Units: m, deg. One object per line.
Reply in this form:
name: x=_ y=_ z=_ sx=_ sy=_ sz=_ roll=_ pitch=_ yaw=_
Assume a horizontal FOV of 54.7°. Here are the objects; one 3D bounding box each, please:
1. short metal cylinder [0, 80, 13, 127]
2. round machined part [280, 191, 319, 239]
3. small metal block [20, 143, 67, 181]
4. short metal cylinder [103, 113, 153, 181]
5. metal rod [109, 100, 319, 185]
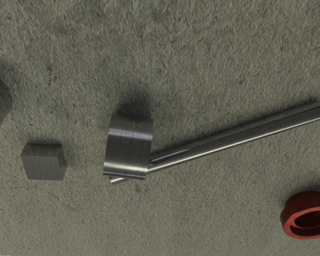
short metal cylinder: x=-0.226 y=-0.025 z=0.367 sx=0.081 sy=0.050 sz=0.079 roll=0 pitch=130 yaw=0
round machined part: x=0.252 y=0.143 z=0.520 sx=0.099 sy=0.042 sz=0.097 roll=0 pitch=130 yaw=0
small metal block: x=-0.167 y=0.049 z=0.448 sx=0.050 sy=0.025 sz=0.050 roll=3 pitch=130 yaw=-3
short metal cylinder: x=-0.040 y=0.023 z=0.391 sx=0.050 sy=0.080 sz=0.079 roll=8 pitch=130 yaw=-7
metal rod: x=0.065 y=0.026 z=0.429 sx=0.301 sy=0.025 sz=0.025 roll=-20 pitch=128 yaw=15
